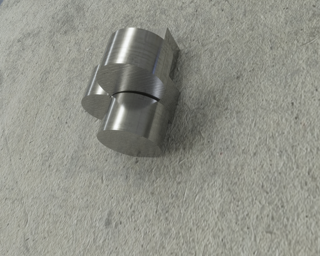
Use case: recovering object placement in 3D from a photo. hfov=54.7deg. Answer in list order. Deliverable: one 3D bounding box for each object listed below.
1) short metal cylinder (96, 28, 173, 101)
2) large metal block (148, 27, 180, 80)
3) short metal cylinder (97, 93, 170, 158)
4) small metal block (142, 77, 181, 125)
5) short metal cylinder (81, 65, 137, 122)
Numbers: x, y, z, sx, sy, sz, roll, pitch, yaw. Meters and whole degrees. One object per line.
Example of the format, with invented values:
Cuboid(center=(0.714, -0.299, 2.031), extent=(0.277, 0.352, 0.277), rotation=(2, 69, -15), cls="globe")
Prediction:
Cuboid(center=(-0.029, -0.070, 0.364), extent=(0.080, 0.080, 0.050), rotation=(-2, 61, 27), cls="short metal cylinder")
Cuboid(center=(-0.023, -0.096, 0.461), extent=(0.080, 0.050, 0.080), rotation=(-2, 61, 27), cls="large metal block")
Cuboid(center=(-0.033, -0.001, 0.389), extent=(0.080, 0.080, 0.050), rotation=(0, 62, 28), cls="short metal cylinder")
Cuboid(center=(0.002, -0.038, 0.414), extent=(0.025, 0.050, 0.050), rotation=(1, 62, 29), cls="small metal block")
Cuboid(center=(-0.062, -0.045, 0.431), extent=(0.080, 0.080, 0.050), rotation=(-2, 61, 27), cls="short metal cylinder")
